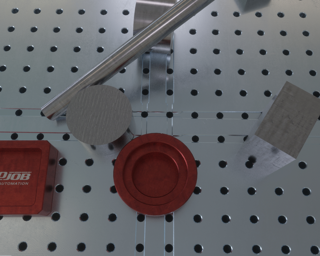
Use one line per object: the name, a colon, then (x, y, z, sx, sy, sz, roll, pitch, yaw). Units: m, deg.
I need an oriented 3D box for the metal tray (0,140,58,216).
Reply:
metal tray: (-0.201, 0.062, 0.384, 0.131, 0.030, 0.090, 0, 70, 0)

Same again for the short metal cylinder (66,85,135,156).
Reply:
short metal cylinder: (-0.074, -0.009, 0.401, 0.081, 0.050, 0.080, 0, 70, 0)

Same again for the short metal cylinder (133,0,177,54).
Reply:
short metal cylinder: (-0.006, -0.147, 0.436, 0.050, 0.080, 0.080, 8, 70, 3)

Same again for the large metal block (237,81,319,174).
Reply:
large metal block: (0.146, 0.002, 0.383, 0.050, 0.080, 0.080, 32, 73, 11)

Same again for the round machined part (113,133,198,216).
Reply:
round machined part: (-0.005, 0.058, 0.381, 0.099, 0.042, 0.098, 0, 70, 0)

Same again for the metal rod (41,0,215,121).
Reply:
metal rod: (-0.030, -0.104, 0.393, 0.300, 0.025, 0.025, -35, 73, 10)

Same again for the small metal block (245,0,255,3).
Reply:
small metal block: (0.154, -0.237, 0.499, 0.050, 0.025, 0.050, -20, 71, -7)
